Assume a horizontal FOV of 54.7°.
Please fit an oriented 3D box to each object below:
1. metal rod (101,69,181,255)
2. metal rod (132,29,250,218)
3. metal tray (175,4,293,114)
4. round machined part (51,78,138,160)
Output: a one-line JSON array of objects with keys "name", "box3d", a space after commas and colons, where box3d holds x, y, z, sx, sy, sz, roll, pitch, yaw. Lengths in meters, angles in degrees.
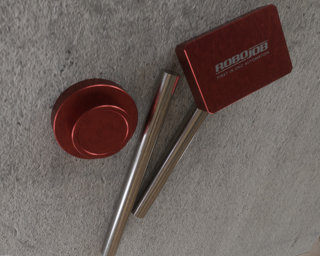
[{"name": "metal rod", "box3d": [-0.034, 0.063, 0.428, 0.025, 0.025, 0.298, 6, 116, -31]}, {"name": "metal rod", "box3d": [0.039, 0.003, 0.431, 0.025, 0.025, 0.298, 20, 108, -36]}, {"name": "metal tray", "box3d": [0.095, -0.086, 0.386, 0.131, 0.030, 0.090, -28, 109, -11]}, {"name": "round machined part", "box3d": [-0.070, -0.004, 0.356, 0.099, 0.042, 0.097, -14, 125, -21]}]
